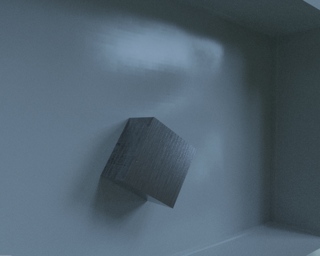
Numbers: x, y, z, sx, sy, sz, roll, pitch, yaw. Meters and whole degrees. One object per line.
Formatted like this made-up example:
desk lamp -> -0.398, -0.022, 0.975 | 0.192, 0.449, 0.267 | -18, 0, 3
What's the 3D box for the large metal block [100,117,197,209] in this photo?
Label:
large metal block -> -0.012, 0.042, 0.380 | 0.080, 0.050, 0.080 | 37, 67, -34
